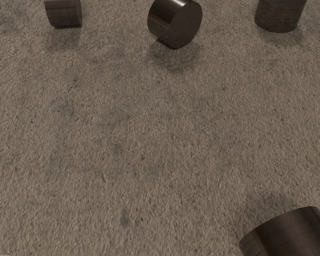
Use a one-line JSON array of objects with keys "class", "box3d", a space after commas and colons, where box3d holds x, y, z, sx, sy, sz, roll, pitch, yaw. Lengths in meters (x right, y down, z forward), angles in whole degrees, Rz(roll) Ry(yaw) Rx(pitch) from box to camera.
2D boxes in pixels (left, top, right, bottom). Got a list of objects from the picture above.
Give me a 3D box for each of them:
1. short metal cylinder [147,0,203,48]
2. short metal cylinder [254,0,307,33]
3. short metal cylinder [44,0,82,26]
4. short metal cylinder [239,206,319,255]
[{"class": "short metal cylinder", "box3d": [0.025, -0.182, 0.521, 0.080, 0.080, 0.050, -35, 59, -26]}, {"class": "short metal cylinder", "box3d": [0.222, -0.221, 0.576, 0.081, 0.050, 0.080, 0, 50, 0]}, {"class": "short metal cylinder", "box3d": [-0.173, -0.225, 0.554, 0.050, 0.080, 0.080, -6, 50, -5]}, {"class": "short metal cylinder", "box3d": [0.118, 0.112, 0.275, 0.081, 0.080, 0.050, -14, 52, -12]}]
